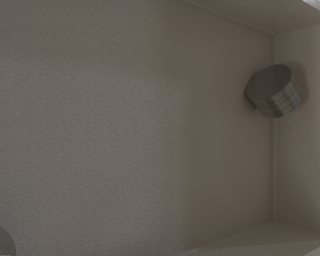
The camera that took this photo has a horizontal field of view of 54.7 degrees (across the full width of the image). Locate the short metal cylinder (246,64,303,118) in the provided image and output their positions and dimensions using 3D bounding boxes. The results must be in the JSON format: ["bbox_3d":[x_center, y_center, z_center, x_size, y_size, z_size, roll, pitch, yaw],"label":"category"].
[{"bbox_3d":[0.197,-0.063,0.535,0.050,0.080,0.080,44,64,-31],"label":"short metal cylinder"}]

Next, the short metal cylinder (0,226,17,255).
[{"bbox_3d":[-0.164,0.108,0.241,0.080,0.050,0.080,0,90,-55],"label":"short metal cylinder"}]
